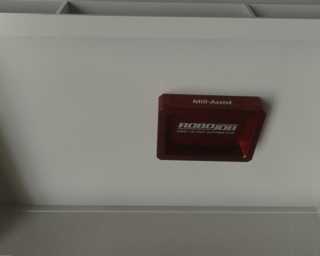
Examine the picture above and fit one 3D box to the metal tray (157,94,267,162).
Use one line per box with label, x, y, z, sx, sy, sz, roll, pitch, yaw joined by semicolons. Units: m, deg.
metal tray;0.062;0.002;0.407;0.131;0.030;0.089;2;130;-2
